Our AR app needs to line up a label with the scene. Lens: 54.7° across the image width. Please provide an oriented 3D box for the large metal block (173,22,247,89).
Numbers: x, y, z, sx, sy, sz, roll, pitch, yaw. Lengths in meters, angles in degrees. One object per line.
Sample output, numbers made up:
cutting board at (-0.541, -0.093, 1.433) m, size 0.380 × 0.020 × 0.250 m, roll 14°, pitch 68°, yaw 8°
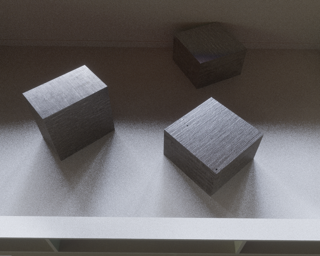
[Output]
large metal block at (0.075, -0.116, 0.487) m, size 0.081 × 0.050 × 0.080 m, roll -20°, pitch 53°, yaw -17°

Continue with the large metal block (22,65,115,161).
large metal block at (-0.108, -0.018, 0.383) m, size 0.081 × 0.080 × 0.050 m, roll -32°, pitch 58°, yaw -24°

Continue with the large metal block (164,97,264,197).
large metal block at (0.061, 0.020, 0.373) m, size 0.080 × 0.050 × 0.080 m, roll -34°, pitch 58°, yaw -26°
